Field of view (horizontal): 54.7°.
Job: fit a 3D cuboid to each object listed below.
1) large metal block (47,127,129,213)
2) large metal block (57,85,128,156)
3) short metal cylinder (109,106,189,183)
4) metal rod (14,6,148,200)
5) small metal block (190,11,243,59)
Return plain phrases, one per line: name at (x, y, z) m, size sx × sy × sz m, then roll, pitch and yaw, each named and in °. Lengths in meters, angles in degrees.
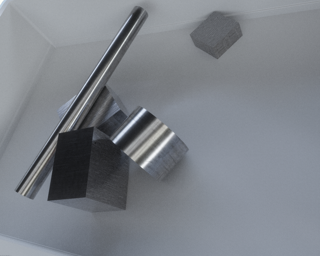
large metal block at (-0.081, 0.054, 0.374) m, size 0.050 × 0.080 × 0.080 m, roll -10°, pitch 63°, yaw 22°
large metal block at (-0.090, -0.013, 0.443) m, size 0.080 × 0.050 × 0.080 m, roll -38°, pitch 51°, yaw 2°
short metal cylinder at (-0.013, 0.019, 0.364) m, size 0.050 × 0.080 × 0.080 m, roll -49°, pitch 52°, yaw -6°
metal rod at (-0.097, -0.045, 0.418) m, size 0.025 × 0.025 × 0.300 m, roll 17°, pitch 70°, yaw 34°
small metal block at (0.080, -0.134, 0.445) m, size 0.050 × 0.025 × 0.050 m, roll -44°, pitch 51°, yaw -3°
